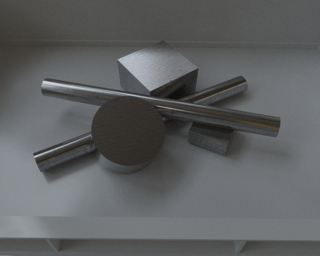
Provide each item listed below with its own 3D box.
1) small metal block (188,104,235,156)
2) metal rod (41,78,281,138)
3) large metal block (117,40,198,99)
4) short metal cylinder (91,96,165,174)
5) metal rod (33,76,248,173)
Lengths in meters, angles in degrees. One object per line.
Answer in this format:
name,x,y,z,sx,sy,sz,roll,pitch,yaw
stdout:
small metal block,0.070,0.001,0.401,0.050,0.025,0.050,21,53,16
metal rod,-0.005,-0.028,0.394,0.301,0.025,0.025,10,51,8
large metal block,-0.004,-0.073,0.448,0.081,0.050,0.080,-29,56,-23
short metal cylinder,-0.039,0.009,0.360,0.081,0.050,0.080,4,71,-11
metal rod,-0.012,-0.012,0.413,0.302,0.025,0.025,-22,54,-18
